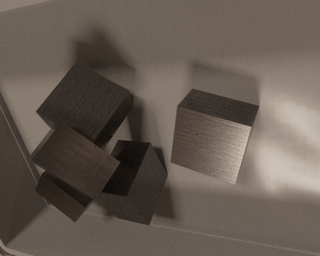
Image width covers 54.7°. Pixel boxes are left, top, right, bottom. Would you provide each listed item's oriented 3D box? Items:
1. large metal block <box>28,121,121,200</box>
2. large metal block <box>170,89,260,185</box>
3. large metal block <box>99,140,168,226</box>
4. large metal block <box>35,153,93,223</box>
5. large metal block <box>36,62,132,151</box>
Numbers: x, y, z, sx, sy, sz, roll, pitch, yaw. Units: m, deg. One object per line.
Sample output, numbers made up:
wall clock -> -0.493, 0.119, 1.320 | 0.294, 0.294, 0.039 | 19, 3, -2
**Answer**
large metal block -> -0.106, 0.039, 0.373 | 0.080, 0.050, 0.080 | 38, 160, -18
large metal block -> 0.063, 0.009, 0.364 | 0.080, 0.050, 0.079 | 17, 125, 18
large metal block -> -0.036, 0.074, 0.421 | 0.050, 0.080, 0.080 | 4, 141, 26
large metal block -> -0.135, 0.087, 0.496 | 0.080, 0.080, 0.050 | 38, 129, 2
large metal block -> -0.093, -0.024, 0.396 | 0.080, 0.080, 0.050 | 29, 161, 10
